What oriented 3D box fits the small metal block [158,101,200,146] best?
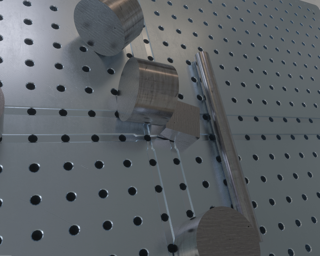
[{"bbox_3d":[0.027,-0.009,0.428,0.050,0.025,0.050,17,55,-19],"label":"small metal block"}]

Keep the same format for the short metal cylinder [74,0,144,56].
[{"bbox_3d":[-0.069,-0.147,0.425,0.080,0.080,0.050,38,51,-3],"label":"short metal cylinder"}]

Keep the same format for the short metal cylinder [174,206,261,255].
[{"bbox_3d":[0.063,0.133,0.345,0.081,0.050,0.080,14,56,-21],"label":"short metal cylinder"}]

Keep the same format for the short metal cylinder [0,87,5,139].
[{"bbox_3d":[-0.194,-0.013,0.296,0.081,0.050,0.080,14,56,-21],"label":"short metal cylinder"}]

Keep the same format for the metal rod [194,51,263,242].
[{"bbox_3d":[0.092,0.011,0.450,0.025,0.025,0.299,4,60,-26],"label":"metal rod"}]

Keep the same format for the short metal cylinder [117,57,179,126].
[{"bbox_3d":[-0.017,-0.045,0.391,0.050,0.080,0.080,7,59,-25],"label":"short metal cylinder"}]
